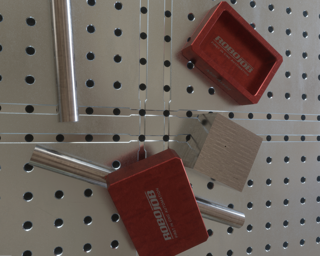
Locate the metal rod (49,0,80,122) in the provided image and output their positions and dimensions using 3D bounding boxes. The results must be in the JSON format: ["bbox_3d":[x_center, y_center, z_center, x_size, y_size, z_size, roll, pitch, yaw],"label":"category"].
[{"bbox_3d":[-0.119,-0.156,0.368,0.025,0.025,0.298,-4,92,-20],"label":"metal rod"}]

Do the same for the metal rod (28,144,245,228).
[{"bbox_3d":[-0.015,0.083,0.408,0.302,0.025,0.025,22,83,-19],"label":"metal rod"}]

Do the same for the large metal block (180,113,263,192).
[{"bbox_3d":[0.083,0.033,0.432,0.080,0.050,0.080,27,81,-18],"label":"large metal block"}]

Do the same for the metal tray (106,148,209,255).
[{"bbox_3d":[-0.001,0.101,0.387,0.091,0.030,0.129,-23,111,-7],"label":"metal tray"}]

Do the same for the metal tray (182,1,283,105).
[{"bbox_3d":[0.108,-0.105,0.451,0.130,0.030,0.090,37,78,-17],"label":"metal tray"}]
